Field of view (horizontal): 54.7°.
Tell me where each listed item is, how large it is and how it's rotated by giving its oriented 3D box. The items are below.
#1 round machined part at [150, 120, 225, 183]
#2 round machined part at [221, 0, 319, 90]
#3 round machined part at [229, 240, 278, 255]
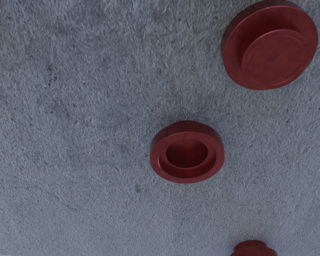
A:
[{"bbox_3d":[0.036,0.028,0.420,0.099,0.042,0.097,0,130,0],"label":"round machined part"},{"bbox_3d":[0.117,-0.080,0.329,0.099,0.042,0.097,0,130,0],"label":"round machined part"},{"bbox_3d":[0.185,0.260,0.619,0.099,0.042,0.097,0,130,0],"label":"round machined part"}]
